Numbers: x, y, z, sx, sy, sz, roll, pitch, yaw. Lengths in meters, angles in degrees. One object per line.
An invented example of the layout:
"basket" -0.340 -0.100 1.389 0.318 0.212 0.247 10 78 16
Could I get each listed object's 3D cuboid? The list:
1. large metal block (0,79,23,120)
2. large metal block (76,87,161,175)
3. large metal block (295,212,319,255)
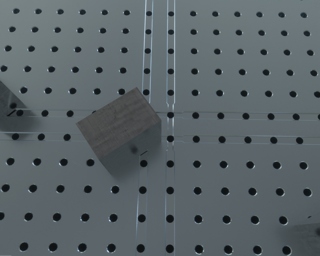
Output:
"large metal block" -0.239 -0.059 0.403 0.080 0.080 0.050 43 76 14
"large metal block" -0.046 0.007 0.380 0.080 0.080 0.050 -33 73 -11
"large metal block" 0.213 0.111 0.343 0.080 0.080 0.050 -24 72 -9
